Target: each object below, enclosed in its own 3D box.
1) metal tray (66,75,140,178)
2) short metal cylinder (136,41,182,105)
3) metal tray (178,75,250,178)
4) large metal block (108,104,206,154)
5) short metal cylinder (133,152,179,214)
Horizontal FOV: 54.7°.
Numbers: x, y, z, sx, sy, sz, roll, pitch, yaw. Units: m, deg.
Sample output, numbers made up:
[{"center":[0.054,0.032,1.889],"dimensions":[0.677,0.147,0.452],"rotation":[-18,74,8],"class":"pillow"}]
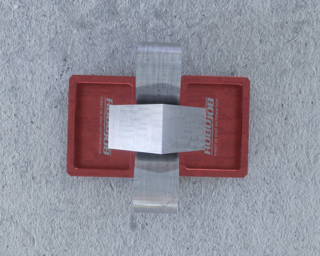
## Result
[{"center":[-0.072,-0.002,0.408],"dimensions":[0.091,0.030,0.129],"rotation":[2,90,0],"class":"metal tray"},{"center":[-0.001,-0.065,0.383],"dimensions":[0.050,0.080,0.079],"rotation":[2,90,0],"class":"short metal cylinder"},{"center":[0.068,-0.002,0.409],"dimensions":[0.091,0.030,0.129],"rotation":[2,90,0],"class":"metal tray"},{"center":[-0.002,0.000,0.363],"dimensions":[0.080,0.081,0.050],"rotation":[2,91,40],"class":"large metal block"},{"center":[-0.004,0.065,0.383],"dimensions":[0.050,0.080,0.079],"rotation":[2,90,0],"class":"short metal cylinder"}]
